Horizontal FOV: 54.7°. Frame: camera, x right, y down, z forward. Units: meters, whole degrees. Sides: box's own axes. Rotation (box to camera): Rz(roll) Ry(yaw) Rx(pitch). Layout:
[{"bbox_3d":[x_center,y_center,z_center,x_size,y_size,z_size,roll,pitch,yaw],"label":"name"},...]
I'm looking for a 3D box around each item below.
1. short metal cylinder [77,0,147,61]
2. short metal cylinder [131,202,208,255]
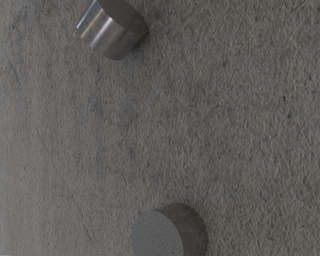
[{"bbox_3d":[-0.065,-0.139,0.423,0.050,0.081,0.080,-42,65,32],"label":"short metal cylinder"},{"bbox_3d":[0.011,0.136,0.380,0.080,0.050,0.080,0,90,40],"label":"short metal cylinder"}]
